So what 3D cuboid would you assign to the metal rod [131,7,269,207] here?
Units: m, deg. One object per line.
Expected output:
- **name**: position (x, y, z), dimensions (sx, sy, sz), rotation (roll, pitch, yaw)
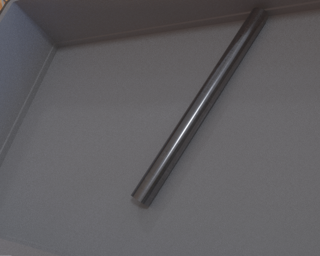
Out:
- **metal rod**: position (0.057, -0.036, 0.398), dimensions (0.025, 0.025, 0.300), rotation (24, 75, 36)
